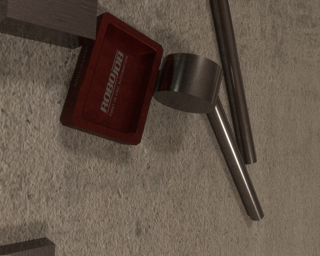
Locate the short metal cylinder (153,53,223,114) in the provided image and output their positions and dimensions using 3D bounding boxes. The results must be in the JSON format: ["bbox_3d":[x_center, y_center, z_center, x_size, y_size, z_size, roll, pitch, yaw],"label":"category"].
[{"bbox_3d":[0.037,-0.055,0.402,0.080,0.080,0.050,23,75,-38],"label":"short metal cylinder"}]

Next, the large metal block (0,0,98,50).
[{"bbox_3d":[-0.108,-0.128,0.298,0.081,0.050,0.080,4,87,-40],"label":"large metal block"}]

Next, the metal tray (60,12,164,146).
[{"bbox_3d":[-0.051,-0.053,0.359,0.091,0.030,0.129,22,76,-38],"label":"metal tray"}]

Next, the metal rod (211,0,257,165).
[{"bbox_3d":[0.122,-0.083,0.509,0.025,0.025,0.298,-23,104,-38],"label":"metal rod"}]

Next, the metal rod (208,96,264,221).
[{"bbox_3d":[0.113,0.031,0.502,0.025,0.025,0.299,-39,114,-33],"label":"metal rod"}]

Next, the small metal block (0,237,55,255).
[{"bbox_3d":[-0.131,0.138,0.297,0.050,0.025,0.050,3,88,-40],"label":"small metal block"}]
